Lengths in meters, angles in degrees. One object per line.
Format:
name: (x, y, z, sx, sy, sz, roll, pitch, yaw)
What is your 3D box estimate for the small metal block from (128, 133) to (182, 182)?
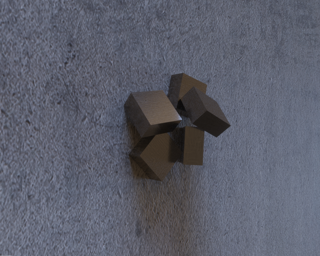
small metal block: (-0.005, 0.033, 0.404, 0.050, 0.025, 0.050, -53, 121, -27)

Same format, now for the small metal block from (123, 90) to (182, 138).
small metal block: (-0.009, -0.019, 0.384, 0.050, 0.025, 0.050, -10, 59, -40)

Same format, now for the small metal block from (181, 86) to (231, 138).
small metal block: (0.060, -0.021, 0.408, 0.050, 0.025, 0.050, 27, 30, -37)

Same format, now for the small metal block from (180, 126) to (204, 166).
small metal block: (0.043, 0.024, 0.426, 0.025, 0.050, 0.050, 4, 87, -2)

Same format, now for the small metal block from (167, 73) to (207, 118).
small metal block: (0.037, -0.045, 0.440, 0.050, 0.025, 0.050, 18, 79, -39)

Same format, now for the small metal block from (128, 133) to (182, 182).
small metal block: (-0.005, 0.033, 0.404, 0.050, 0.025, 0.050, -53, 121, -27)
